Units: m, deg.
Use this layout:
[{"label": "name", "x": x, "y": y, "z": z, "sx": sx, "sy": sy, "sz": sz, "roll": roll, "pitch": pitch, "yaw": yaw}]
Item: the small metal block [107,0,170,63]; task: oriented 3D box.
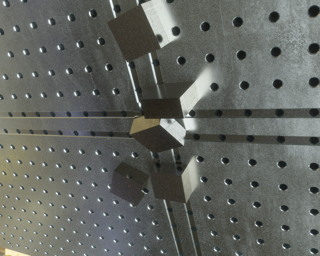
[{"label": "small metal block", "x": -0.024, "y": -0.110, "z": 0.357, "sx": 0.050, "sy": 0.025, "sz": 0.050, "roll": -14, "pitch": 111, "yaw": 34}]

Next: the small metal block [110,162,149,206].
[{"label": "small metal block", "x": -0.049, "y": 0.089, "z": 0.493, "sx": 0.050, "sy": 0.025, "sz": 0.050, "roll": 25, "pitch": 127, "yaw": 12}]

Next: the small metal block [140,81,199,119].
[{"label": "small metal block", "x": 0.012, "y": -0.033, "z": 0.369, "sx": 0.050, "sy": 0.050, "sz": 0.025, "roll": 1, "pitch": 118, "yaw": 28}]

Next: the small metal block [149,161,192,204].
[{"label": "small metal block", "x": 0.016, "y": 0.079, "z": 0.452, "sx": 0.050, "sy": 0.025, "sz": 0.050, "roll": 4, "pitch": 120, "yaw": 26}]

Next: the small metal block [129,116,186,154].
[{"label": "small metal block", "x": -0.002, "y": 0.006, "z": 0.404, "sx": 0.050, "sy": 0.025, "sz": 0.050, "roll": -18, "pitch": 135, "yaw": 35}]
